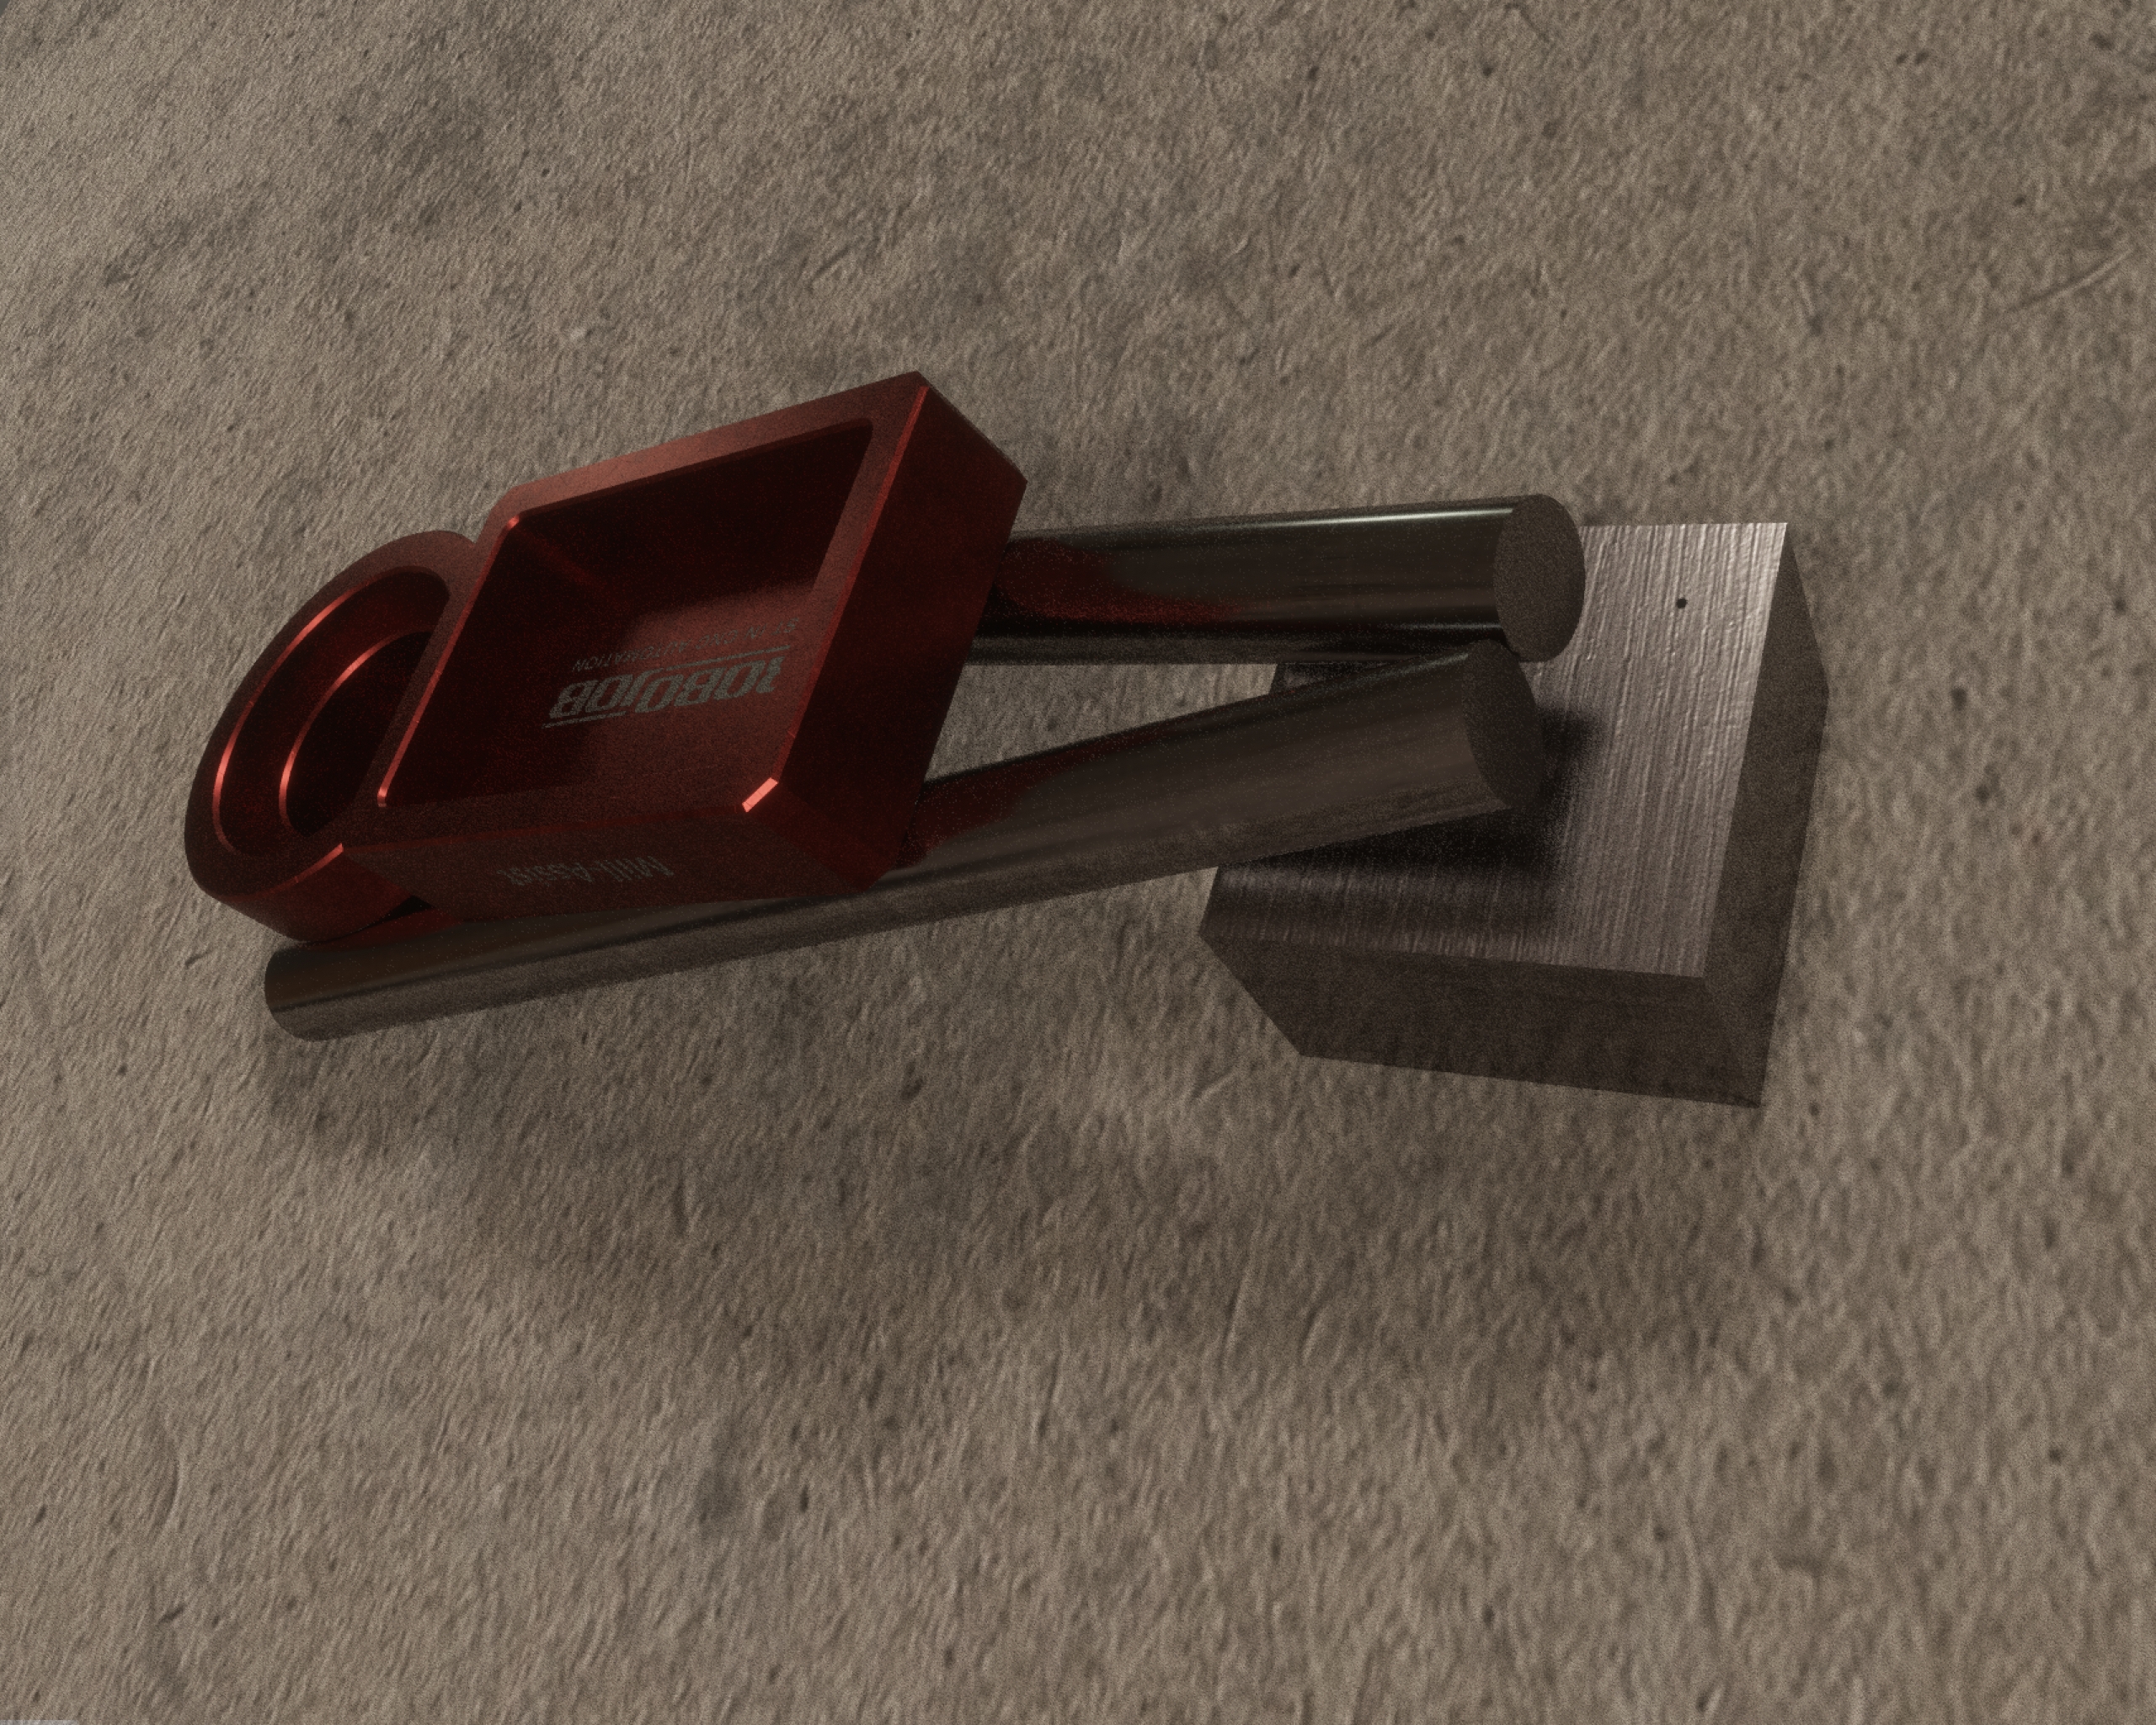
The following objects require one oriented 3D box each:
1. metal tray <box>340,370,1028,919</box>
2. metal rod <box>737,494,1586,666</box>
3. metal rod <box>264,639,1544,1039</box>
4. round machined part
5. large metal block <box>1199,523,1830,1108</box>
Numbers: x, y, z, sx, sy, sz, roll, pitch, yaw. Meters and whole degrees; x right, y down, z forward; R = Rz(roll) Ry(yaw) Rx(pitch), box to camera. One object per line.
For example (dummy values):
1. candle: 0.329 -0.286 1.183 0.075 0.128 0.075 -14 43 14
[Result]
1. metal tray: -0.078 -0.038 0.398 0.130 0.030 0.090 -4 59 40
2. metal rod: -0.039 -0.051 0.414 0.300 0.025 0.025 5 64 44
3. metal rod: -0.057 0.004 0.390 0.300 0.025 0.025 -12 56 36
4. round machined part: -0.156 -0.025 0.482 0.098 0.042 0.098 -21 50 27
5. large metal block: 0.076 -0.009 0.352 0.080 0.050 0.080 4 64 29
